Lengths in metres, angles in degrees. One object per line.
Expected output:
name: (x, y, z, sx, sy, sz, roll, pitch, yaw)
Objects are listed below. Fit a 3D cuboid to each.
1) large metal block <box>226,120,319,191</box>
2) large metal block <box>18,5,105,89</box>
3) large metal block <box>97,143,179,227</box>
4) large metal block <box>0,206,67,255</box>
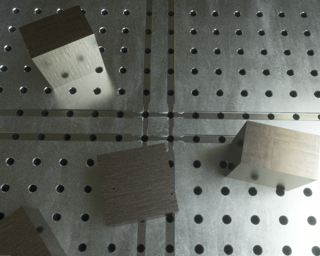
large metal block: (0.130, 0.036, 0.370, 0.080, 0.080, 0.050, 12, 71, 4)
large metal block: (-0.129, -0.107, 0.421, 0.080, 0.080, 0.050, -25, 72, -9)
large metal block: (-0.026, 0.070, 0.373, 0.080, 0.050, 0.080, -11, 70, -4)
large metal block: (-0.159, 0.146, 0.344, 0.080, 0.050, 0.080, -35, 74, -12)
